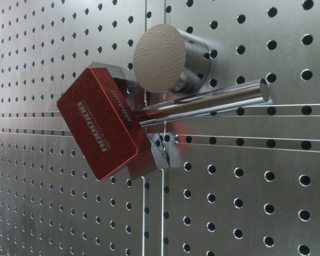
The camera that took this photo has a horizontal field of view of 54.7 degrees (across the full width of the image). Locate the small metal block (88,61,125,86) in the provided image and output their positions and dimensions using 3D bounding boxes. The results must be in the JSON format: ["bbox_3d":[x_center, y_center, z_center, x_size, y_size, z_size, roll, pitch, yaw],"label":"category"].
[{"bbox_3d":[-0.090,-0.071,0.464,0.050,0.050,0.025,-39,67,33],"label":"small metal block"}]

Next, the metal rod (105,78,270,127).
[{"bbox_3d":[-0.007,-0.019,0.413,0.300,0.025,0.025,-10,84,39],"label":"metal rod"}]

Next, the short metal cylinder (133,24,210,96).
[{"bbox_3d":[0.013,-0.081,0.379,0.080,0.050,0.079,0,90,39],"label":"short metal cylinder"}]

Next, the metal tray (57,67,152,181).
[{"bbox_3d":[-0.079,-0.006,0.418,0.090,0.030,0.130,-37,79,34],"label":"metal tray"}]

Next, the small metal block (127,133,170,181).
[{"bbox_3d":[-0.021,0.040,0.423,0.050,0.025,0.050,-29,72,36],"label":"small metal block"}]
